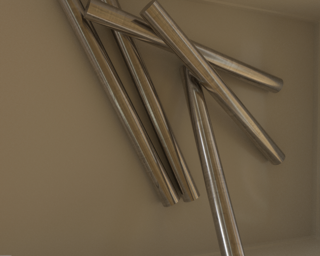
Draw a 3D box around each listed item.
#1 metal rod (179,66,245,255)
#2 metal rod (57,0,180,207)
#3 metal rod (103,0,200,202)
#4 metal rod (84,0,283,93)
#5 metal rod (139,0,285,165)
[{"bbox_3d":[0.064,0.053,0.371,0.025,0.025,0.299,-1,66,-20],"label":"metal rod"},{"bbox_3d":[-0.050,-0.033,0.392,0.025,0.025,0.299,-29,100,-18],"label":"metal rod"},{"bbox_3d":[-0.014,-0.040,0.406,0.025,0.025,0.299,-26,99,-18],"label":"metal rod"},{"bbox_3d":[0.050,-0.101,0.413,0.302,0.025,0.025,15,85,-26],"label":"metal rod"},{"bbox_3d":[0.084,-0.045,0.414,0.300,0.025,0.025,43,76,-26],"label":"metal rod"}]
